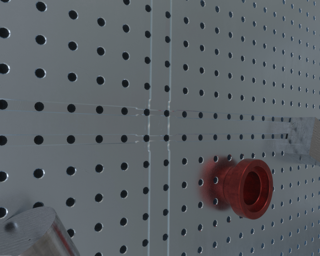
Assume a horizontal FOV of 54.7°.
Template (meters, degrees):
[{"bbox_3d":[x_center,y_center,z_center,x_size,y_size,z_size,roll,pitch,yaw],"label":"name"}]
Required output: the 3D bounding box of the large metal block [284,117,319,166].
[{"bbox_3d":[0.314,0.029,0.656,0.080,0.050,0.080,27,73,-37],"label":"large metal block"}]

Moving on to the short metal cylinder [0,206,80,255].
[{"bbox_3d":[-0.119,0.115,0.274,0.081,0.080,0.050,-34,112,-35],"label":"short metal cylinder"}]

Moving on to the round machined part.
[{"bbox_3d":[0.145,0.100,0.520,0.099,0.042,0.097,0,90,-40],"label":"round machined part"}]
